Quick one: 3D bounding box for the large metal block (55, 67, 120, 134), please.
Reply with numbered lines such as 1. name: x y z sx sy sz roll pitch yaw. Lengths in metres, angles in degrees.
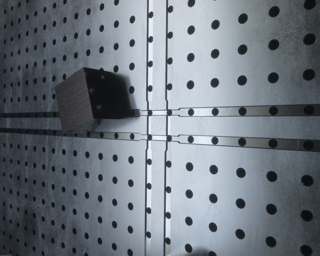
1. large metal block: -0.117 -0.040 0.490 0.080 0.050 0.080 -21 77 38
